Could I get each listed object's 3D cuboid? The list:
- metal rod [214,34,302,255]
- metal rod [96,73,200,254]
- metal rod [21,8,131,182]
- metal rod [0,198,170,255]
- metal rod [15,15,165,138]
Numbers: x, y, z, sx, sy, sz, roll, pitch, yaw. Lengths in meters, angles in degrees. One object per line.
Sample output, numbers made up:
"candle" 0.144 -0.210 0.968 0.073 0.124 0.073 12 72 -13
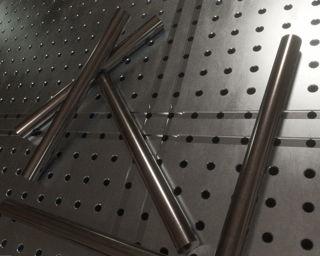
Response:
"metal rod" 0.109 0.021 0.337 0.025 0.025 0.300 10 67 32
"metal rod" -0.031 0.022 0.409 0.025 0.025 0.300 -35 51 5
"metal rod" -0.127 -0.057 0.485 0.025 0.025 0.299 22 80 35
"metal rod" -0.095 0.131 0.375 0.300 0.025 0.025 7 65 30
"metal rod" -0.118 -0.085 0.520 0.300 0.025 0.025 -38 51 2
